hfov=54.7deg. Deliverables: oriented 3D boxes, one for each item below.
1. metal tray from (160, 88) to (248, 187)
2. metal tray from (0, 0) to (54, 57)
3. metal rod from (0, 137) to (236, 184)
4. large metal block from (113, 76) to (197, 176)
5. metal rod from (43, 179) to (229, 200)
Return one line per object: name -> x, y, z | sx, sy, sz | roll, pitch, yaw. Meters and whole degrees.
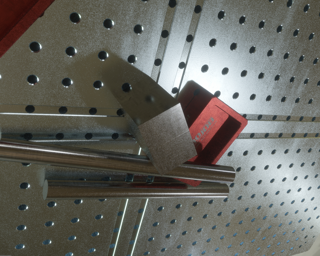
metal tray -> 0.057, 0.018, 0.452 | 0.090, 0.030, 0.130 | 29, 102, -38
metal tray -> -0.133, -0.132, 0.253 | 0.130, 0.030, 0.090 | -45, 130, 3
metal rod -> -0.035, 0.045, 0.391 | 0.302, 0.025, 0.025 | 10, 114, -23
large metal block -> -0.006, -0.004, 0.371 | 0.050, 0.080, 0.080 | -30, 129, -10
metal rod -> -0.014, 0.093, 0.462 | 0.302, 0.025, 0.025 | 8, 115, -32
